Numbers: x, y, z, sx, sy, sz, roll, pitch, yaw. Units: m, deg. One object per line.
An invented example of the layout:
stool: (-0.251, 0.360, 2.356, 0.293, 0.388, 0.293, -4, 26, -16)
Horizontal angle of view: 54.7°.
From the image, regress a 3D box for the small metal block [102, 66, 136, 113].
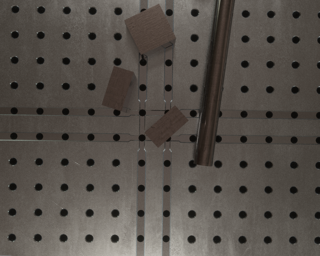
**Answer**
small metal block: (-0.051, -0.048, 0.400, 0.025, 0.050, 0.050, 17, 90, 0)

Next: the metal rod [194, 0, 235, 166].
metal rod: (0.078, -0.099, 0.414, 0.025, 0.025, 0.298, 8, 90, -1)

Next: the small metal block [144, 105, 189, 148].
small metal block: (0.008, -0.002, 0.401, 0.050, 0.050, 0.025, -42, 90, 0)

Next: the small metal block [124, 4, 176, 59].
small metal block: (-0.013, -0.128, 0.413, 0.050, 0.025, 0.050, -26, 90, -1)
